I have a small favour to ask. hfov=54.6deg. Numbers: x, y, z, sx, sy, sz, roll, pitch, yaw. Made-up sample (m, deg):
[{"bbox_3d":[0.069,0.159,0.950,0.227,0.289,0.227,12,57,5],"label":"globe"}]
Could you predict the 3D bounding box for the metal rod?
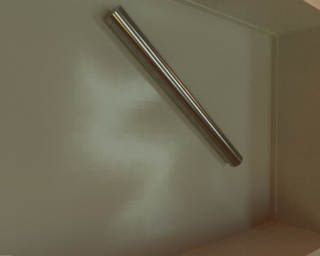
[{"bbox_3d":[0.035,-0.040,0.434,0.300,0.025,0.025,46,62,-30],"label":"metal rod"}]
